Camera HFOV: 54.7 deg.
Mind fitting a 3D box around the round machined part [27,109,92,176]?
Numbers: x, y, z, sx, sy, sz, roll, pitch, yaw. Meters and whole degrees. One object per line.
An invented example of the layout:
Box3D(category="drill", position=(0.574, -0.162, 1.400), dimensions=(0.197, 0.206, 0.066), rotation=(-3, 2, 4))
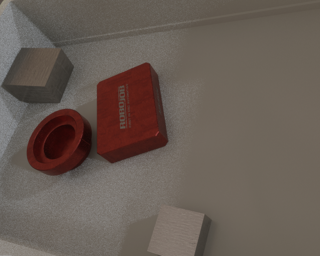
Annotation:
Box3D(category="round machined part", position=(-0.140, 0.024, 0.452), dimensions=(0.098, 0.042, 0.098), rotation=(-13, 56, 20))

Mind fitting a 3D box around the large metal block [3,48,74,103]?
Box3D(category="large metal block", position=(-0.210, -0.093, 0.543), dimensions=(0.080, 0.050, 0.080), rotation=(5, 63, 15))

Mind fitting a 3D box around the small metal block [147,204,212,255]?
Box3D(category="small metal block", position=(0.021, 0.112, 0.325), dimensions=(0.050, 0.025, 0.050), rotation=(5, 64, 30))

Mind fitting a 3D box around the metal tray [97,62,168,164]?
Box3D(category="metal tray", position=(-0.043, -0.024, 0.438), dimensions=(0.090, 0.030, 0.130), rotation=(-19, 54, 16))
